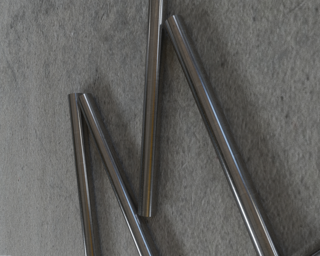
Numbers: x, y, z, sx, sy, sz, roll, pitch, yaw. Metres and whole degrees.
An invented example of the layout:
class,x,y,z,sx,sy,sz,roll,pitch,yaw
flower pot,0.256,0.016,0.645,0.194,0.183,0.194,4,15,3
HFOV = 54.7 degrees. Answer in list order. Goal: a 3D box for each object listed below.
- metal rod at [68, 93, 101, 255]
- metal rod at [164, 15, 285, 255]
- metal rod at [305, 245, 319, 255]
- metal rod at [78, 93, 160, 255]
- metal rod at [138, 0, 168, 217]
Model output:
class,x,y,z,sx,sy,sz,roll,pitch,yaw
metal rod,-0.121,0.091,0.501,0.025,0.025,0.298,-13,82,39
metal rod,0.066,0.002,0.349,0.025,0.025,0.299,-31,71,35
metal rod,0.129,0.148,0.297,0.025,0.025,0.298,51,119,27
metal rod,-0.060,0.077,0.451,0.025,0.025,0.299,-39,66,33
metal rod,-0.009,-0.033,0.410,0.025,0.025,0.298,5,93,39
